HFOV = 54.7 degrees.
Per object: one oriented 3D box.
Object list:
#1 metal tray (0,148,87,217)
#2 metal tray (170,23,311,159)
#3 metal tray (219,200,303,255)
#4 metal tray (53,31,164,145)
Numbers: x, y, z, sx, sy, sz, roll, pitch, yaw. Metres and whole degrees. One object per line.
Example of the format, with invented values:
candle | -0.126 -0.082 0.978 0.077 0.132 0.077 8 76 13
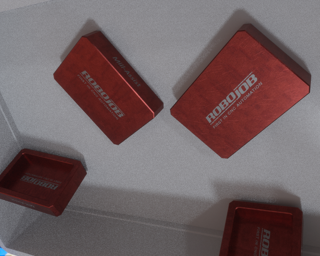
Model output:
metal tray | -0.202 0.087 0.519 0.130 0.090 0.030 9 140 21
metal tray | 0.082 -0.034 0.340 0.090 0.030 0.129 41 129 0
metal tray | 0.120 0.156 0.372 0.090 0.130 0.030 0 140 28
metal tray | -0.069 -0.049 0.410 0.130 0.030 0.090 49 128 -7
